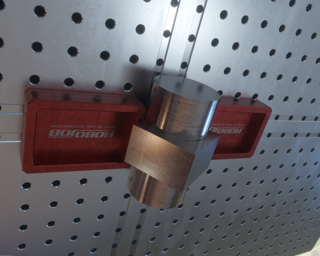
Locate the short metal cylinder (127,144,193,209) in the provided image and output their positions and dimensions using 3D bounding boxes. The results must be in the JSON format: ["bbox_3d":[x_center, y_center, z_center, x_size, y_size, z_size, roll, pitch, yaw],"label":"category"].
[{"bbox_3d":[0.001,0.062,0.414,0.081,0.080,0.050,2,118,-29],"label":"short metal cylinder"}]

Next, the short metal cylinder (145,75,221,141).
[{"bbox_3d":[0.026,-0.026,0.373,0.081,0.080,0.050,1,118,-29],"label":"short metal cylinder"}]

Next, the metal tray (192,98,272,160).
[{"bbox_3d":[0.096,0.002,0.461,0.131,0.030,0.089,1,118,-29],"label":"metal tray"}]

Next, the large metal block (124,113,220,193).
[{"bbox_3d":[0.017,0.024,0.381,0.080,0.080,0.050,-26,137,-57],"label":"large metal block"}]

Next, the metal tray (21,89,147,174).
[{"bbox_3d":[-0.089,0.005,0.362,0.131,0.030,0.089,1,118,-29],"label":"metal tray"}]
